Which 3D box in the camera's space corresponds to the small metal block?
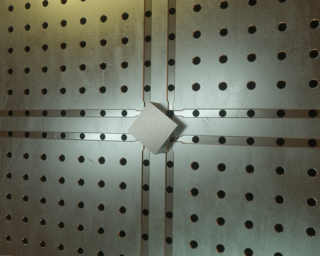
[{"bbox_3d":[-0.006,0.000,0.415,0.050,0.025,0.050,40,103,15],"label":"small metal block"}]
